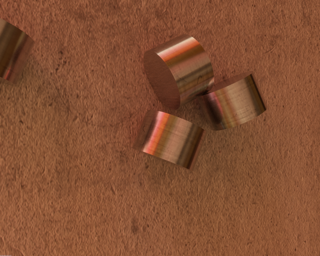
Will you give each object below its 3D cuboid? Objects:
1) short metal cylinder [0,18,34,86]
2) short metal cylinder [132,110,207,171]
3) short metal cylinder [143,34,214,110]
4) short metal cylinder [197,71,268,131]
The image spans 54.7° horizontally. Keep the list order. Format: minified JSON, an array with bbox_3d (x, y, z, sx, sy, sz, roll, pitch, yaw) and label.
[{"bbox_3d":[-0.178,-0.082,0.314,0.080,0.080,0.050,22,83,-19],"label":"short metal cylinder"},{"bbox_3d":[0.012,0.016,0.384,0.080,0.080,0.050,24,82,-19],"label":"short metal cylinder"},{"bbox_3d":[0.022,-0.070,0.388,0.050,0.080,0.080,-30,100,-17],"label":"short metal cylinder"},{"bbox_3d":[0.095,-0.037,0.415,0.080,0.080,0.050,-28,100,-18],"label":"short metal cylinder"}]
